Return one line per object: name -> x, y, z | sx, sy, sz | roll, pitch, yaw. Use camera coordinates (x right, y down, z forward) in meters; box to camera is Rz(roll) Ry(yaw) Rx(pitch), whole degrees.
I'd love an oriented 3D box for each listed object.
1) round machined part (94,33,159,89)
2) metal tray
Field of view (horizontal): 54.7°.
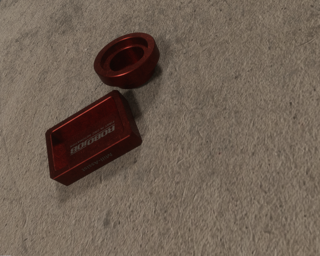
round machined part -> -0.046, -0.097, 0.469 | 0.098, 0.042, 0.098 | -13, 48, 15
metal tray -> -0.098, 0.013, 0.442 | 0.130, 0.030, 0.090 | -30, 52, 8
